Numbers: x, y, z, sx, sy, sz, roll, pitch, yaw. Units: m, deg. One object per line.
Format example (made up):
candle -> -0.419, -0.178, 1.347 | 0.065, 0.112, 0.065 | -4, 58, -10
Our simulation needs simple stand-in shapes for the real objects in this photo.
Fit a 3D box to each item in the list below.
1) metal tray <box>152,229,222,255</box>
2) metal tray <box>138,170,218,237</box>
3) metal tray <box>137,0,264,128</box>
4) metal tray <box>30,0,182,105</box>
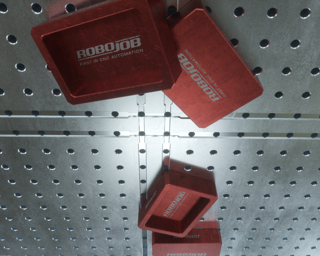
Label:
metal tray -> 0.051, 0.238, 0.612 | 0.131, 0.030, 0.089 | -1, 130, 0
metal tray -> 0.026, 0.131, 0.520 | 0.091, 0.030, 0.129 | 17, 128, -15
metal tray -> 0.045, -0.066, 0.353 | 0.090, 0.030, 0.130 | -33, 123, 24
metal tray -> -0.053, -0.076, 0.311 | 0.130, 0.030, 0.090 | -7, 122, 25
